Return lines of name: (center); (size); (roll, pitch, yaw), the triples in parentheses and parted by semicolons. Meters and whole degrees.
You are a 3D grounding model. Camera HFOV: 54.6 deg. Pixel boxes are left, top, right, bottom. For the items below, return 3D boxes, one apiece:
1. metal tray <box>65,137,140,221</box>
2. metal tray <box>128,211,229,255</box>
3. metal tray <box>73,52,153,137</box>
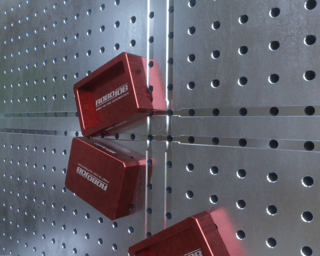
metal tray: (-0.095, 0.074, 0.486); (0.130, 0.030, 0.089); (21, 103, 38)
metal tray: (0.024, 0.171, 0.387); (0.130, 0.030, 0.090); (-38, 67, 33)
metal tray: (-0.076, -0.046, 0.469); (0.130, 0.030, 0.090); (-22, 76, 38)
